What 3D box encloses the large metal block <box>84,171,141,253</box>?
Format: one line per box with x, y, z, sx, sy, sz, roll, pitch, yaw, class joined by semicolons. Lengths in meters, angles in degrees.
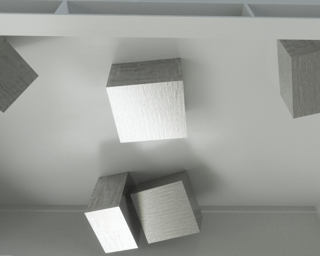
-0.064;0.126;0.468;0.050;0.080;0.080;-13;116;11;large metal block

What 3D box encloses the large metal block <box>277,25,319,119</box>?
0.178;-0.064;0.339;0.080;0.050;0.080;-13;129;10;large metal block

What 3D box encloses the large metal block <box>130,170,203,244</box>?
0.012;0.118;0.470;0.080;0.050;0.080;-18;96;14;large metal block

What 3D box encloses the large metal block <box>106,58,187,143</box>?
-0.012;-0.032;0.365;0.080;0.050;0.080;-5;130;4;large metal block

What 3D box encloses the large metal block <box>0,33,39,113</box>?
-0.179;-0.069;0.292;0.080;0.050;0.080;27;161;27;large metal block
